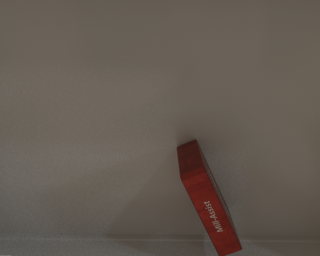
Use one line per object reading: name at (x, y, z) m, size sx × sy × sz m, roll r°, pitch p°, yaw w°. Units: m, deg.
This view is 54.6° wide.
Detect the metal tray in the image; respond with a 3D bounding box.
metal tray at (0.063, 0.090, 0.410) m, size 0.030 × 0.090 × 0.130 m, roll -23°, pitch 109°, yaw 8°
